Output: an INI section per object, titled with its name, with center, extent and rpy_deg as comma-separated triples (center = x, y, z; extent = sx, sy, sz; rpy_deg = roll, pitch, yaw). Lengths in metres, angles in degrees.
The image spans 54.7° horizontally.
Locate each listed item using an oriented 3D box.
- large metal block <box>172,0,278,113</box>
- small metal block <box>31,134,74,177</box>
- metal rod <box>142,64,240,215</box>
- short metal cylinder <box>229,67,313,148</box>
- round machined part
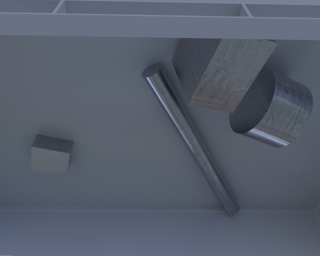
[large metal block]
center = 0.057, -0.074, 0.306
extent = 0.050, 0.080, 0.079
rpy_deg = 9, 130, -20
[small metal block]
center = -0.154, 0.040, 0.441
extent = 0.050, 0.025, 0.050
rpy_deg = 12, 129, -11
[metal rod]
center = 0.057, 0.036, 0.440
extent = 0.025, 0.025, 0.299
rpy_deg = -21, 128, 16
[short metal cylinder]
center = 0.124, -0.023, 0.355
extent = 0.050, 0.080, 0.079
rpy_deg = 20, 127, -17
[round machined part]
center = 0.045, 0.242, 0.607
extent = 0.099, 0.042, 0.097
rpy_deg = 0, 130, 0
